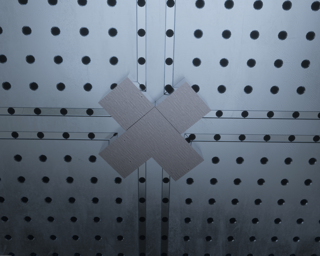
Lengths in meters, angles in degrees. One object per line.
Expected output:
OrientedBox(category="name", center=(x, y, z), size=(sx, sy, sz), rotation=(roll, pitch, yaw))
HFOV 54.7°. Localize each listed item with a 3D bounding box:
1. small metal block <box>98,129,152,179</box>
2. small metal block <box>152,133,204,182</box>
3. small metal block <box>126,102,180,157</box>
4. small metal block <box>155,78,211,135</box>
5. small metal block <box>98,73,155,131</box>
OrientedBox(category="small metal block", center=(-0.047, 0.033, 0.425), size=(0.050, 0.025, 0.050), rotation=(-39, 106, 13))
OrientedBox(category="small metal block", center=(0.024, 0.037, 0.427), size=(0.050, 0.025, 0.050), rotation=(-39, 106, 13))
OrientedBox(category="small metal block", center=(-0.009, 0.002, 0.413), size=(0.050, 0.025, 0.050), rotation=(-39, 106, 13))
OrientedBox(category="small metal block", center=(0.030, -0.029, 0.403), size=(0.050, 0.025, 0.050), rotation=(-39, 106, 13))
OrientedBox(category="small metal block", center=(-0.042, -0.034, 0.400), size=(0.050, 0.025, 0.050), rotation=(-39, 106, 13))
